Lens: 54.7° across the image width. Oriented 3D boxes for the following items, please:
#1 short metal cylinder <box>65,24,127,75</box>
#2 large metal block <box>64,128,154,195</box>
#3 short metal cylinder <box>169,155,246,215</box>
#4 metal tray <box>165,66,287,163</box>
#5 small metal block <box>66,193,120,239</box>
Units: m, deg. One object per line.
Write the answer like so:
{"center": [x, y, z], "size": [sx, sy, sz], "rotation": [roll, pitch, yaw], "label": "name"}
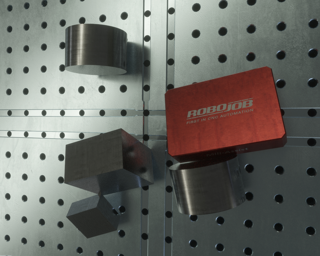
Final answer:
{"center": [-0.085, -0.101, 0.413], "size": [0.080, 0.080, 0.050], "rotation": [1, 91, 20], "label": "short metal cylinder"}
{"center": [-0.063, 0.047, 0.399], "size": [0.080, 0.080, 0.050], "rotation": [-16, 62, 19], "label": "large metal block"}
{"center": [0.055, 0.063, 0.362], "size": [0.080, 0.080, 0.050], "rotation": [-12, 91, 19], "label": "short metal cylinder"}
{"center": [0.073, -0.014, 0.368], "size": [0.130, 0.030, 0.090], "rotation": [-11, 65, 19], "label": "metal tray"}
{"center": [-0.092, 0.123, 0.432], "size": [0.050, 0.025, 0.050], "rotation": [-21, 119, 19], "label": "small metal block"}
